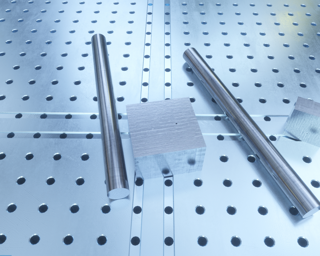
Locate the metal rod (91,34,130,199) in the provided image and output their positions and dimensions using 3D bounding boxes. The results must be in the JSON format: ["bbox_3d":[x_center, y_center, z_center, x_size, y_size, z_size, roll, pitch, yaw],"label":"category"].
[{"bbox_3d":[-0.076,-0.039,0.439,0.025,0.025,0.300,-9,51,-8],"label":"metal rod"}]

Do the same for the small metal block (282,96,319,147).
[{"bbox_3d":[0.193,-0.007,0.400,0.050,0.050,0.025,21,53,16],"label":"small metal block"}]

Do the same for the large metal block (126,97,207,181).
[{"bbox_3d":[0.004,0.012,0.381,0.081,0.050,0.080,-8,51,-7],"label":"large metal block"}]

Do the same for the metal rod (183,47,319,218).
[{"bbox_3d":[0.107,-0.016,0.422,0.025,0.025,0.300,-18,52,-15],"label":"metal rod"}]
